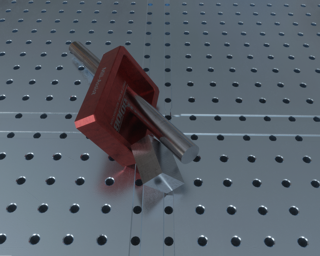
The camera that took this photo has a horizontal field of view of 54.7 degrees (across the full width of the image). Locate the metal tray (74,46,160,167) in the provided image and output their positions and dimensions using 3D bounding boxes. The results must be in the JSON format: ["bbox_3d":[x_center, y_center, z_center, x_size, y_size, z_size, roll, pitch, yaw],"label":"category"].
[{"bbox_3d":[-0.046,-0.029,0.388,0.030,0.090,0.130,-18,43,30],"label":"metal tray"}]

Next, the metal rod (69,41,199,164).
[{"bbox_3d":[-0.054,-0.052,0.427,0.025,0.025,0.300,-29,49,-22],"label":"metal rod"}]

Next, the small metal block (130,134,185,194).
[{"bbox_3d":[-0.003,0.042,0.351,0.025,0.050,0.050,-33,55,16],"label":"small metal block"}]
